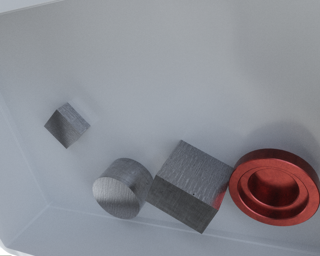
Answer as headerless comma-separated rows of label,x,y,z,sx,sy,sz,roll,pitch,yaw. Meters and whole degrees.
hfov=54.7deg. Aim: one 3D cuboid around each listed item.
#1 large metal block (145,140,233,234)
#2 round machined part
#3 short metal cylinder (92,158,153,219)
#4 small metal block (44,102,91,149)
large metal block,0.039,0.072,0.396,0.080,0.080,0.050,29,128,9
round machined part,0.135,0.065,0.366,0.098,0.042,0.097,13,124,20
short metal cylinder,-0.056,0.093,0.478,0.080,0.050,0.079,13,124,20
small metal block,-0.144,-0.003,0.481,0.050,0.025,0.050,47,129,-5
